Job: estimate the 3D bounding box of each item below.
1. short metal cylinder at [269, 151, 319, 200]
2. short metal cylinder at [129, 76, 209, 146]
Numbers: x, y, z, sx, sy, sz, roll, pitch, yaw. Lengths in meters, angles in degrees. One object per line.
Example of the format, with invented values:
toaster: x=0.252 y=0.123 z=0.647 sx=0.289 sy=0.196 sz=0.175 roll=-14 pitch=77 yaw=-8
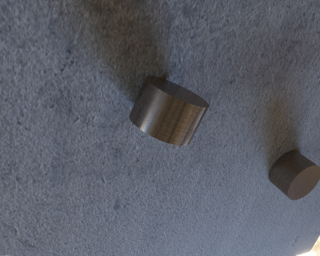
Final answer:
short metal cylinder: x=0.257 y=0.090 z=0.590 sx=0.081 sy=0.050 sz=0.079 roll=-14 pitch=125 yaw=-21
short metal cylinder: x=0.011 y=-0.021 z=0.365 sx=0.081 sy=0.080 sz=0.050 roll=13 pitch=112 yaw=-34
